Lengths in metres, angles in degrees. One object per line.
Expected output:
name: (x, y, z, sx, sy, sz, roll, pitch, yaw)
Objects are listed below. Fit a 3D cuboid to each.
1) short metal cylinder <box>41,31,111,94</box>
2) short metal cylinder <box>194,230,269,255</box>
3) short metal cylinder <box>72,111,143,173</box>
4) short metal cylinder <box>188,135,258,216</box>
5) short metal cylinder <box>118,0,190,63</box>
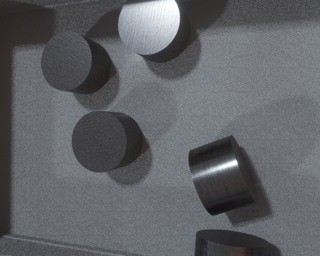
short metal cylinder: (-0.118, -0.090, 0.437, 0.080, 0.050, 0.079, 0, 90, 19)
short metal cylinder: (0.079, 0.149, 0.350, 0.080, 0.080, 0.050, 3, 83, 19)
short metal cylinder: (-0.071, 0.017, 0.421, 0.080, 0.050, 0.079, 0, 90, 19)
short metal cylinder: (0.073, 0.054, 0.355, 0.050, 0.080, 0.080, -22, 83, 18)
short metal cylinder: (-0.006, -0.129, 0.399, 0.080, 0.050, 0.079, 0, 90, 19)
